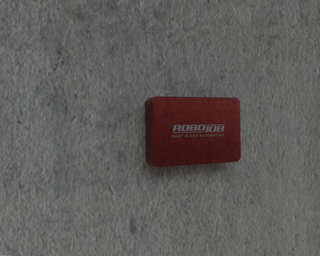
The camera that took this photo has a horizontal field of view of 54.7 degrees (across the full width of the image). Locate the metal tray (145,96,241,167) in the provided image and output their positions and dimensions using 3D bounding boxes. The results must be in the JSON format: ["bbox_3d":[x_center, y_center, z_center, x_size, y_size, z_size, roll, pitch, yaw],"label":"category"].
[{"bbox_3d":[0.047,0.004,0.425,0.131,0.030,0.089,-1,91,-21],"label":"metal tray"}]
